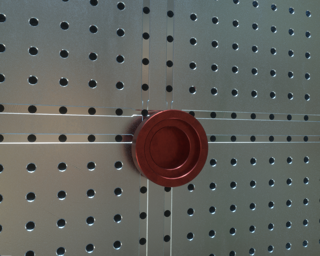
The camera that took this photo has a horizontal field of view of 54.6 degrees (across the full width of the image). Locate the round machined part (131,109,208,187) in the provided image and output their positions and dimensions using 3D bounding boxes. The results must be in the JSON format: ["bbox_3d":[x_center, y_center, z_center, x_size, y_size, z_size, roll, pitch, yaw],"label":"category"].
[{"bbox_3d":[0.010,0.025,0.407,0.099,0.042,0.097,0,90,-20],"label":"round machined part"}]
